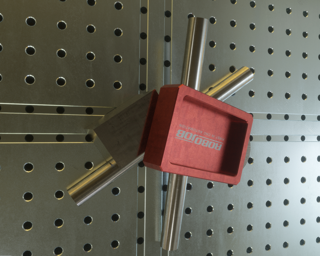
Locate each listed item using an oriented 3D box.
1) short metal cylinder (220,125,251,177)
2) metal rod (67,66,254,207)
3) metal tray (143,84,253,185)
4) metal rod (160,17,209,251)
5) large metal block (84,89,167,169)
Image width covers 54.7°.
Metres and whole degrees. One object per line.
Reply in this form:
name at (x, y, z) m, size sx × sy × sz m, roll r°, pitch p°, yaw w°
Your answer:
short metal cylinder at (0.076, 0.026, 0.428) m, size 0.081 × 0.050 × 0.079 m, roll 0°, pitch 90°, yaw -21°
metal rod at (0.012, 0.002, 0.419) m, size 0.301 × 0.025 × 0.025 m, roll -35°, pitch 102°, yaw -17°
metal tray at (0.049, 0.012, 0.354) m, size 0.131 × 0.030 × 0.090 m, roll 17°, pitch 84°, yaw -38°
metal rod at (0.030, 0.013, 0.401) m, size 0.025 × 0.025 × 0.298 m, roll 4°, pitch 98°, yaw -20°
large metal block at (-0.038, 0.000, 0.370) m, size 0.080 × 0.080 × 0.050 m, roll -36°, pitch 102°, yaw -17°
